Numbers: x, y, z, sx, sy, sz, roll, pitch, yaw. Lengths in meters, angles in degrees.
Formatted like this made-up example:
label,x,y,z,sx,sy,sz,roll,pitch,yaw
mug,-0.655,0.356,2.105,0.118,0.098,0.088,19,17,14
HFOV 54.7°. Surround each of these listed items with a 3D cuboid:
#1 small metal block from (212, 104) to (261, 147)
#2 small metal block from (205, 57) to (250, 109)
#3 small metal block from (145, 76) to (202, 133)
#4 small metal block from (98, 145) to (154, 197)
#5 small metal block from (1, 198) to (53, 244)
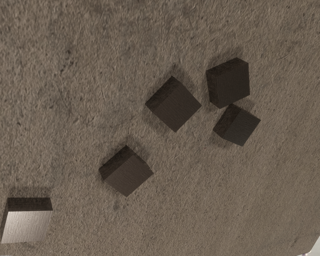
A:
label,x,y,z,sx,sy,sz,roll,pitch,yaw
small metal block,0.117,-0.005,0.470,0.050,0.025,0.050,21,107,-36
small metal block,0.093,-0.061,0.422,0.050,0.025,0.050,-25,128,-13
small metal block,0.018,-0.030,0.400,0.050,0.025,0.050,-46,130,3
small metal block,-0.045,0.059,0.420,0.050,0.025,0.050,-42,130,0
small metal block,-0.167,0.115,0.387,0.050,0.025,0.050,8,114,-33
